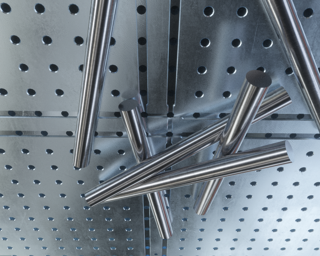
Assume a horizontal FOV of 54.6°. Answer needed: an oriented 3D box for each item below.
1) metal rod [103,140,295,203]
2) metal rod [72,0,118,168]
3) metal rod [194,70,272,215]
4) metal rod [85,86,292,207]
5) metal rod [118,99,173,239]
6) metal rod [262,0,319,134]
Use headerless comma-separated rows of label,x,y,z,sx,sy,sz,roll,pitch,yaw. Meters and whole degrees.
metal rod,0.022,0.067,0.415,0.299,0.025,0.025,-20,129,34
metal rod,-0.077,-0.061,0.358,0.025,0.025,0.298,11,129,-10
metal rod,0.082,0.045,0.413,0.025,0.025,0.298,4,142,-3
metal rod,0.027,0.031,0.413,0.300,0.025,0.025,-29,125,13
metal rod,-0.014,0.083,0.481,0.025,0.025,0.299,-8,130,6
metal rod,0.151,-0.084,0.340,0.025,0.025,0.300,-27,126,21
